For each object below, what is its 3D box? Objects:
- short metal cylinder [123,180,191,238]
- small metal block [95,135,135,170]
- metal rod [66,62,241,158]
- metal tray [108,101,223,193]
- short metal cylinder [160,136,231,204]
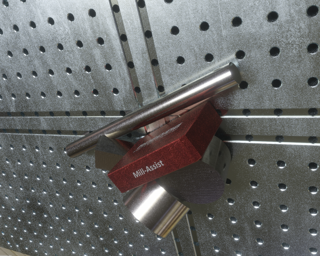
[{"bbox_3d":[-0.004,0.104,0.428,0.080,0.080,0.050,40,88,0],"label":"short metal cylinder"},{"bbox_3d":[-0.066,0.040,0.449,0.050,0.025,0.050,12,142,-1],"label":"small metal block"},{"bbox_3d":[-0.031,-0.011,0.416,0.299,0.025,0.025,-23,106,36],"label":"metal rod"},{"bbox_3d":[0.005,0.024,0.377,0.130,0.090,0.030,-30,102,37],"label":"metal tray"},{"bbox_3d":[0.045,0.050,0.391,0.080,0.050,0.079,12,131,14],"label":"short metal cylinder"}]
